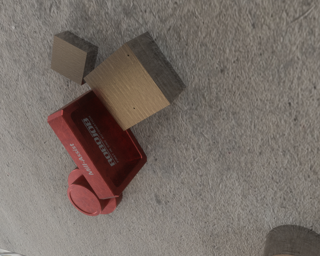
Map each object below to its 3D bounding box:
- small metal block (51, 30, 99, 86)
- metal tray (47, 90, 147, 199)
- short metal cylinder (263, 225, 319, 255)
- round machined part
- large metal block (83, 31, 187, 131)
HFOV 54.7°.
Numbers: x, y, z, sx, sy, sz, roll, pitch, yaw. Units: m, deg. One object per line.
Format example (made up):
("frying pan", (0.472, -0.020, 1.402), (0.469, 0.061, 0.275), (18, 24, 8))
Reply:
("small metal block", (-0.114, -0.092, 0.410), (0.050, 0.025, 0.050), (29, 128, 9))
("metal tray", (-0.078, 0.018, 0.416), (0.030, 0.090, 0.130), (-18, 109, 35))
("short metal cylinder", (0.177, 0.175, 0.405), (0.080, 0.050, 0.079), (13, 124, 21))
("round machined part", (-0.117, 0.110, 0.526), (0.098, 0.042, 0.097), (13, 124, 21))
("large metal block", (-0.030, -0.054, 0.373), (0.080, 0.050, 0.080), (-28, 103, 37))
